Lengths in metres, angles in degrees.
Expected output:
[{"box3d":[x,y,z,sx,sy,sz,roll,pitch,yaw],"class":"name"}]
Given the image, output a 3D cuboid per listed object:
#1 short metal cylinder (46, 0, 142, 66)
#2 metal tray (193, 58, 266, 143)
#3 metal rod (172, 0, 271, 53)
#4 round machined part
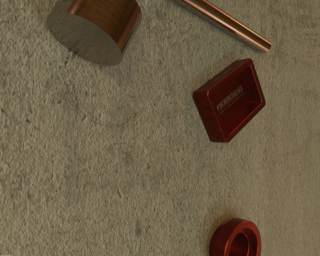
[{"box3d":[-0.065,-0.108,0.315,0.080,0.080,0.050,36,68,-35],"class":"short metal cylinder"},{"box3d":[0.117,-0.046,0.501,0.131,0.030,0.090,-38,114,-34],"class":"metal tray"},{"box3d":[0.079,-0.175,0.473,0.302,0.025,0.025,13,82,-40],"class":"metal rod"},{"box3d":[0.116,0.193,0.495,0.099,0.042,0.097,0,90,-40],"class":"round machined part"}]
